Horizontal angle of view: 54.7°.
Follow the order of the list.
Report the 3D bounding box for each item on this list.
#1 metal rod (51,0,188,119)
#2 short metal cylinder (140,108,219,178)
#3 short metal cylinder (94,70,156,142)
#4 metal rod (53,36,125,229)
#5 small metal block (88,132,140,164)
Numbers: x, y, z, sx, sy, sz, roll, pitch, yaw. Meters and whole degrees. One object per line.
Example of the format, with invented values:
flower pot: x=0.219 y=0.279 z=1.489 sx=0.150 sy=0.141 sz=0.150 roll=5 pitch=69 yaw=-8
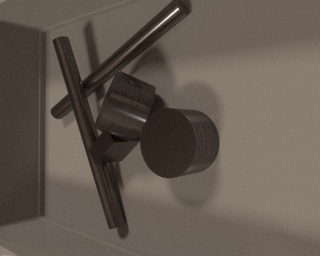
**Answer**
metal rod: x=-0.079 y=-0.089 z=0.469 sx=0.299 sy=0.025 sz=0.025 roll=-30 pitch=71 yaw=35
short metal cylinder: x=0.023 y=0.017 z=0.370 sx=0.080 sy=0.050 sz=0.079 roll=0 pitch=90 yaw=39
short metal cylinder: x=-0.046 y=-0.028 z=0.400 sx=0.079 sy=0.050 sz=0.080 roll=-58 pitch=17 yaw=31
metal rod: x=-0.109 y=0.003 z=0.471 sx=0.025 sy=0.025 sz=0.299 roll=-22 pitch=83 yaw=37
small metal block: x=-0.065 y=0.025 z=0.442 sx=0.050 sy=0.050 sz=0.025 roll=-47 pitch=62 yaw=30
